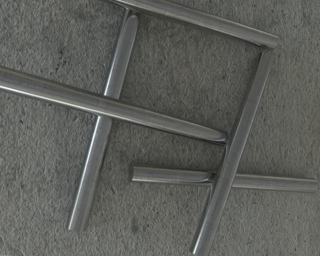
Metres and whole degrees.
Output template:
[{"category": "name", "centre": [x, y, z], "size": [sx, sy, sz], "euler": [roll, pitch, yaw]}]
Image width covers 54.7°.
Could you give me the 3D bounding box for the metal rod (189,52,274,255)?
[{"category": "metal rod", "centre": [0.104, 0.025, 0.426], "size": [0.025, 0.025, 0.300], "euler": [28, 73, -18]}]

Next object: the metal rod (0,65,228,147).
[{"category": "metal rod", "centre": [-0.040, -0.018, 0.369], "size": [0.302, 0.025, 0.025], "euler": [15, 85, -29]}]

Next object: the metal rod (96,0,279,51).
[{"category": "metal rod", "centre": [0.037, -0.145, 0.403], "size": [0.302, 0.025, 0.025], "euler": [6, 88, -27]}]

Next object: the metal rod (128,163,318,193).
[{"category": "metal rod", "centre": [0.104, 0.075, 0.447], "size": [0.302, 0.025, 0.025], "euler": [7, 88, -20]}]

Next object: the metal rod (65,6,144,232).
[{"category": "metal rod", "centre": [-0.065, -0.024, 0.384], "size": [0.025, 0.025, 0.299], "euler": [16, 85, -20]}]
